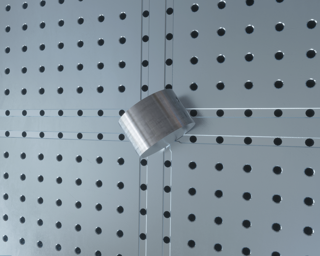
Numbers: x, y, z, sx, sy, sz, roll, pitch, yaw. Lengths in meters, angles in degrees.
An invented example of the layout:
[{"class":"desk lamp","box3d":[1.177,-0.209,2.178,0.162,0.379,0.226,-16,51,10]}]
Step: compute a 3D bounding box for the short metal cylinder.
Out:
[{"class":"short metal cylinder","box3d":[-0.004,-0.005,0.384,0.080,0.080,0.050,-36,79,16]}]
